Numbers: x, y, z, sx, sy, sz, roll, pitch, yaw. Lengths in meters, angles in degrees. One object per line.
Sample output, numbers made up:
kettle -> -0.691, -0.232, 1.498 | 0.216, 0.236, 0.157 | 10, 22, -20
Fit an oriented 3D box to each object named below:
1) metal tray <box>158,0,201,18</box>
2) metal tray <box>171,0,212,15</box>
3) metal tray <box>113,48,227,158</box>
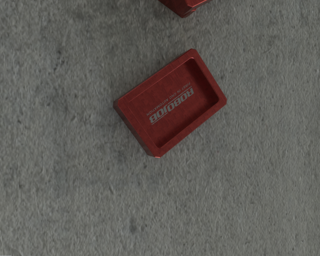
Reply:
metal tray -> 0.007, -0.222, 0.409 | 0.131, 0.030, 0.090 | 31, 80, -18
metal tray -> 0.061, -0.215, 0.397 | 0.131, 0.030, 0.090 | -32, 101, -18
metal tray -> 0.016, -0.034, 0.413 | 0.131, 0.030, 0.090 | -38, 103, -16
